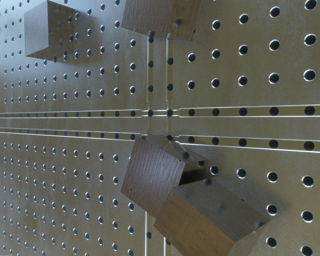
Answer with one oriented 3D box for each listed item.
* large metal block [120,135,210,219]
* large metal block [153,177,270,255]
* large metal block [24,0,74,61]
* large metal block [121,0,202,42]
[{"bbox_3d":[0.004,0.061,0.390,0.080,0.050,0.080,27,107,37],"label":"large metal block"},{"bbox_3d":[0.055,0.101,0.329,0.080,0.081,0.050,36,113,34],"label":"large metal block"},{"bbox_3d":[-0.201,-0.173,0.561,0.080,0.050,0.080,-4,88,40],"label":"large metal block"},{"bbox_3d":[0.003,-0.159,0.391,0.080,0.050,0.080,21,103,38],"label":"large metal block"}]
